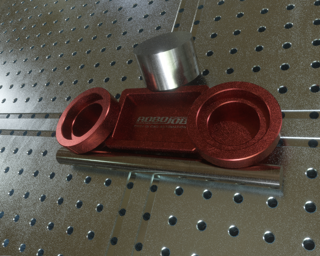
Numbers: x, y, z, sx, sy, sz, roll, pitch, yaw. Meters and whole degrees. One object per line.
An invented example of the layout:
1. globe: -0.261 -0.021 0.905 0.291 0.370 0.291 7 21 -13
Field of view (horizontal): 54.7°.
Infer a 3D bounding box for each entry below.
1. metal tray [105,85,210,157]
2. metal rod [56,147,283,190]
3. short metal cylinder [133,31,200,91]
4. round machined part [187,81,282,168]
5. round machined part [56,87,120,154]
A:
1. metal tray: 0.000 -0.009 0.405 0.130 0.030 0.090 1 63 28
2. metal rod: -0.011 0.045 0.381 0.300 0.025 0.025 2 63 29
3. short metal cylinder: 0.010 -0.092 0.420 0.080 0.050 0.080 -13 31 8
4. round machined part: 0.082 -0.001 0.343 0.098 0.042 0.098 -9 58 14
5. round machined part: -0.096 -0.006 0.441 0.098 0.042 0.098 -20 49 25
